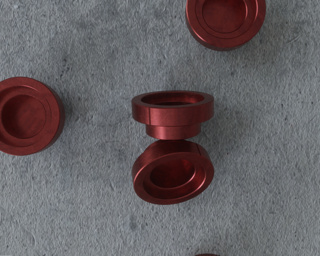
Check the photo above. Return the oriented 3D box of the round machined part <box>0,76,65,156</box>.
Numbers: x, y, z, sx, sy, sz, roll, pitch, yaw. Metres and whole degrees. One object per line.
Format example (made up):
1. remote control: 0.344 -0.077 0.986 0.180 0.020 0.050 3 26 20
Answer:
1. round machined part: -0.172 -0.015 0.400 0.099 0.042 0.097 0 90 0

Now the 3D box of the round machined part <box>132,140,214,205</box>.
1. round machined part: 0.014 0.049 0.385 0.099 0.042 0.097 -7 133 -8

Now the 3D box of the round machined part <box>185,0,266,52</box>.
1. round machined part: 0.082 -0.148 0.402 0.099 0.042 0.097 0 90 0

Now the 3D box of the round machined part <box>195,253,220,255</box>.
1. round machined part: 0.064 0.220 0.402 0.099 0.042 0.097 0 90 0

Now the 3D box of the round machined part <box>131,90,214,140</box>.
1. round machined part: 0.016 -0.016 0.376 0.099 0.098 0.042 -2 108 0
